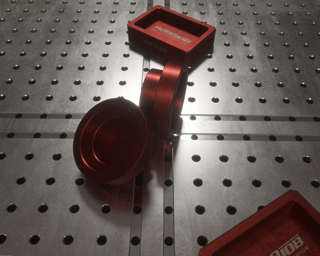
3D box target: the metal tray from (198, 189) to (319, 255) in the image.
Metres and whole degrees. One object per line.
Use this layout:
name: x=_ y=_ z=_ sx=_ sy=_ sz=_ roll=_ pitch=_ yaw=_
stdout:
metal tray: x=0.112 y=0.128 z=0.297 sx=0.131 sy=0.030 sz=0.090 roll=-25 pitch=55 yaw=-20

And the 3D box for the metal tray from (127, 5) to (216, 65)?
metal tray: x=0.019 y=-0.165 z=0.543 sx=0.130 sy=0.030 sz=0.090 roll=30 pitch=56 yaw=22

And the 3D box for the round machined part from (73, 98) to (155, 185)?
round machined part: x=-0.049 y=0.017 z=0.363 sx=0.098 sy=0.042 sz=0.098 roll=-8 pitch=69 yaw=23

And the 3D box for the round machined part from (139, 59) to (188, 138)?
round machined part: x=0.004 y=-0.039 z=0.393 sx=0.042 sy=0.097 sz=0.098 roll=13 pitch=51 yaw=10
